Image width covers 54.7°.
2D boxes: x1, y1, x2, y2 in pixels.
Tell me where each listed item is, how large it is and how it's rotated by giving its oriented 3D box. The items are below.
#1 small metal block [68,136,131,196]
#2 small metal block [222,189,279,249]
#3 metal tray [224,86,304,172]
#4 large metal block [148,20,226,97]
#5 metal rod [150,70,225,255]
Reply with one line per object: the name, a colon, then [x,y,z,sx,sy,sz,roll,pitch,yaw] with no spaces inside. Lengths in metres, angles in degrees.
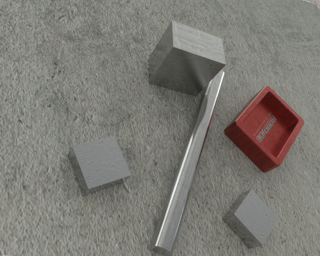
small metal block: [-0.067,0.041,0.343,0.050,0.025,0.050,-14,69,-34]
small metal block: [0.117,0.116,0.398,0.050,0.025,0.050,48,51,5]
metal tray: [0.170,-0.002,0.496,0.090,0.030,0.131,46,51,3]
large metal block: [0.036,-0.097,0.449,0.081,0.080,0.050,13,57,-22]
metal rod: [0.048,0.021,0.418,0.025,0.025,0.300,30,52,-9]
